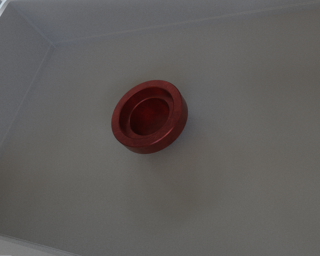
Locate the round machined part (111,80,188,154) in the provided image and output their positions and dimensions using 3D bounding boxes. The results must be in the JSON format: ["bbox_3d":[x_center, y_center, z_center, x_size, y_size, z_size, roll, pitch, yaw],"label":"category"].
[{"bbox_3d":[-0.010,-0.011,0.400,0.098,0.042,0.098,-13,56,20],"label":"round machined part"}]
